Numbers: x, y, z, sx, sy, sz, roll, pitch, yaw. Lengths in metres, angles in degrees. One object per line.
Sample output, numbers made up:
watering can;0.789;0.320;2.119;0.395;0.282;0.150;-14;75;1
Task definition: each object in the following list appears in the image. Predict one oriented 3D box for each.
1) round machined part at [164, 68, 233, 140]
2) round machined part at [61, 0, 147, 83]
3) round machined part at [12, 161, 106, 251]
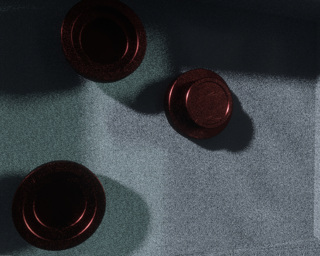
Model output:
round machined part;0.058;-0.033;0.423;0.099;0.042;0.097;0;90;-20
round machined part;-0.069;-0.103;0.376;0.099;0.042;0.097;0;90;-20
round machined part;-0.115;0.086;0.359;0.099;0.042;0.097;0;90;-20
